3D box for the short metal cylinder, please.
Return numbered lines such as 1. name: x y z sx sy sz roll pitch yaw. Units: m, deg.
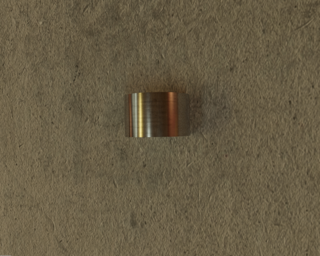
1. short metal cylinder: -0.003 -0.015 0.382 0.080 0.080 0.050 -1 90 19
